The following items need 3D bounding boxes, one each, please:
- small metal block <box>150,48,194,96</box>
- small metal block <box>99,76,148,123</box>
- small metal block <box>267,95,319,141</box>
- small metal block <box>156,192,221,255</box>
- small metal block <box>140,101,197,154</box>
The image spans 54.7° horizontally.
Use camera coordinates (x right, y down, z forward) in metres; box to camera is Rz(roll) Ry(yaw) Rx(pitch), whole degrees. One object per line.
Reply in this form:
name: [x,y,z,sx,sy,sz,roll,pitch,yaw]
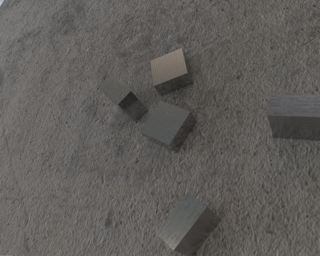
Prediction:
small metal block: [0.017,-0.080,0.445,0.050,0.025,0.050,-19,54,17]
small metal block: [-0.051,-0.040,0.439,0.025,0.050,0.050,-47,51,-4]
small metal block: [0.142,-0.010,0.319,0.050,0.050,0.025,3,64,30]
small metal block: [0.030,0.098,0.312,0.025,0.050,0.050,33,80,38]
small metal block: [0.011,-0.002,0.399,0.050,0.025,0.050,24,74,36]
